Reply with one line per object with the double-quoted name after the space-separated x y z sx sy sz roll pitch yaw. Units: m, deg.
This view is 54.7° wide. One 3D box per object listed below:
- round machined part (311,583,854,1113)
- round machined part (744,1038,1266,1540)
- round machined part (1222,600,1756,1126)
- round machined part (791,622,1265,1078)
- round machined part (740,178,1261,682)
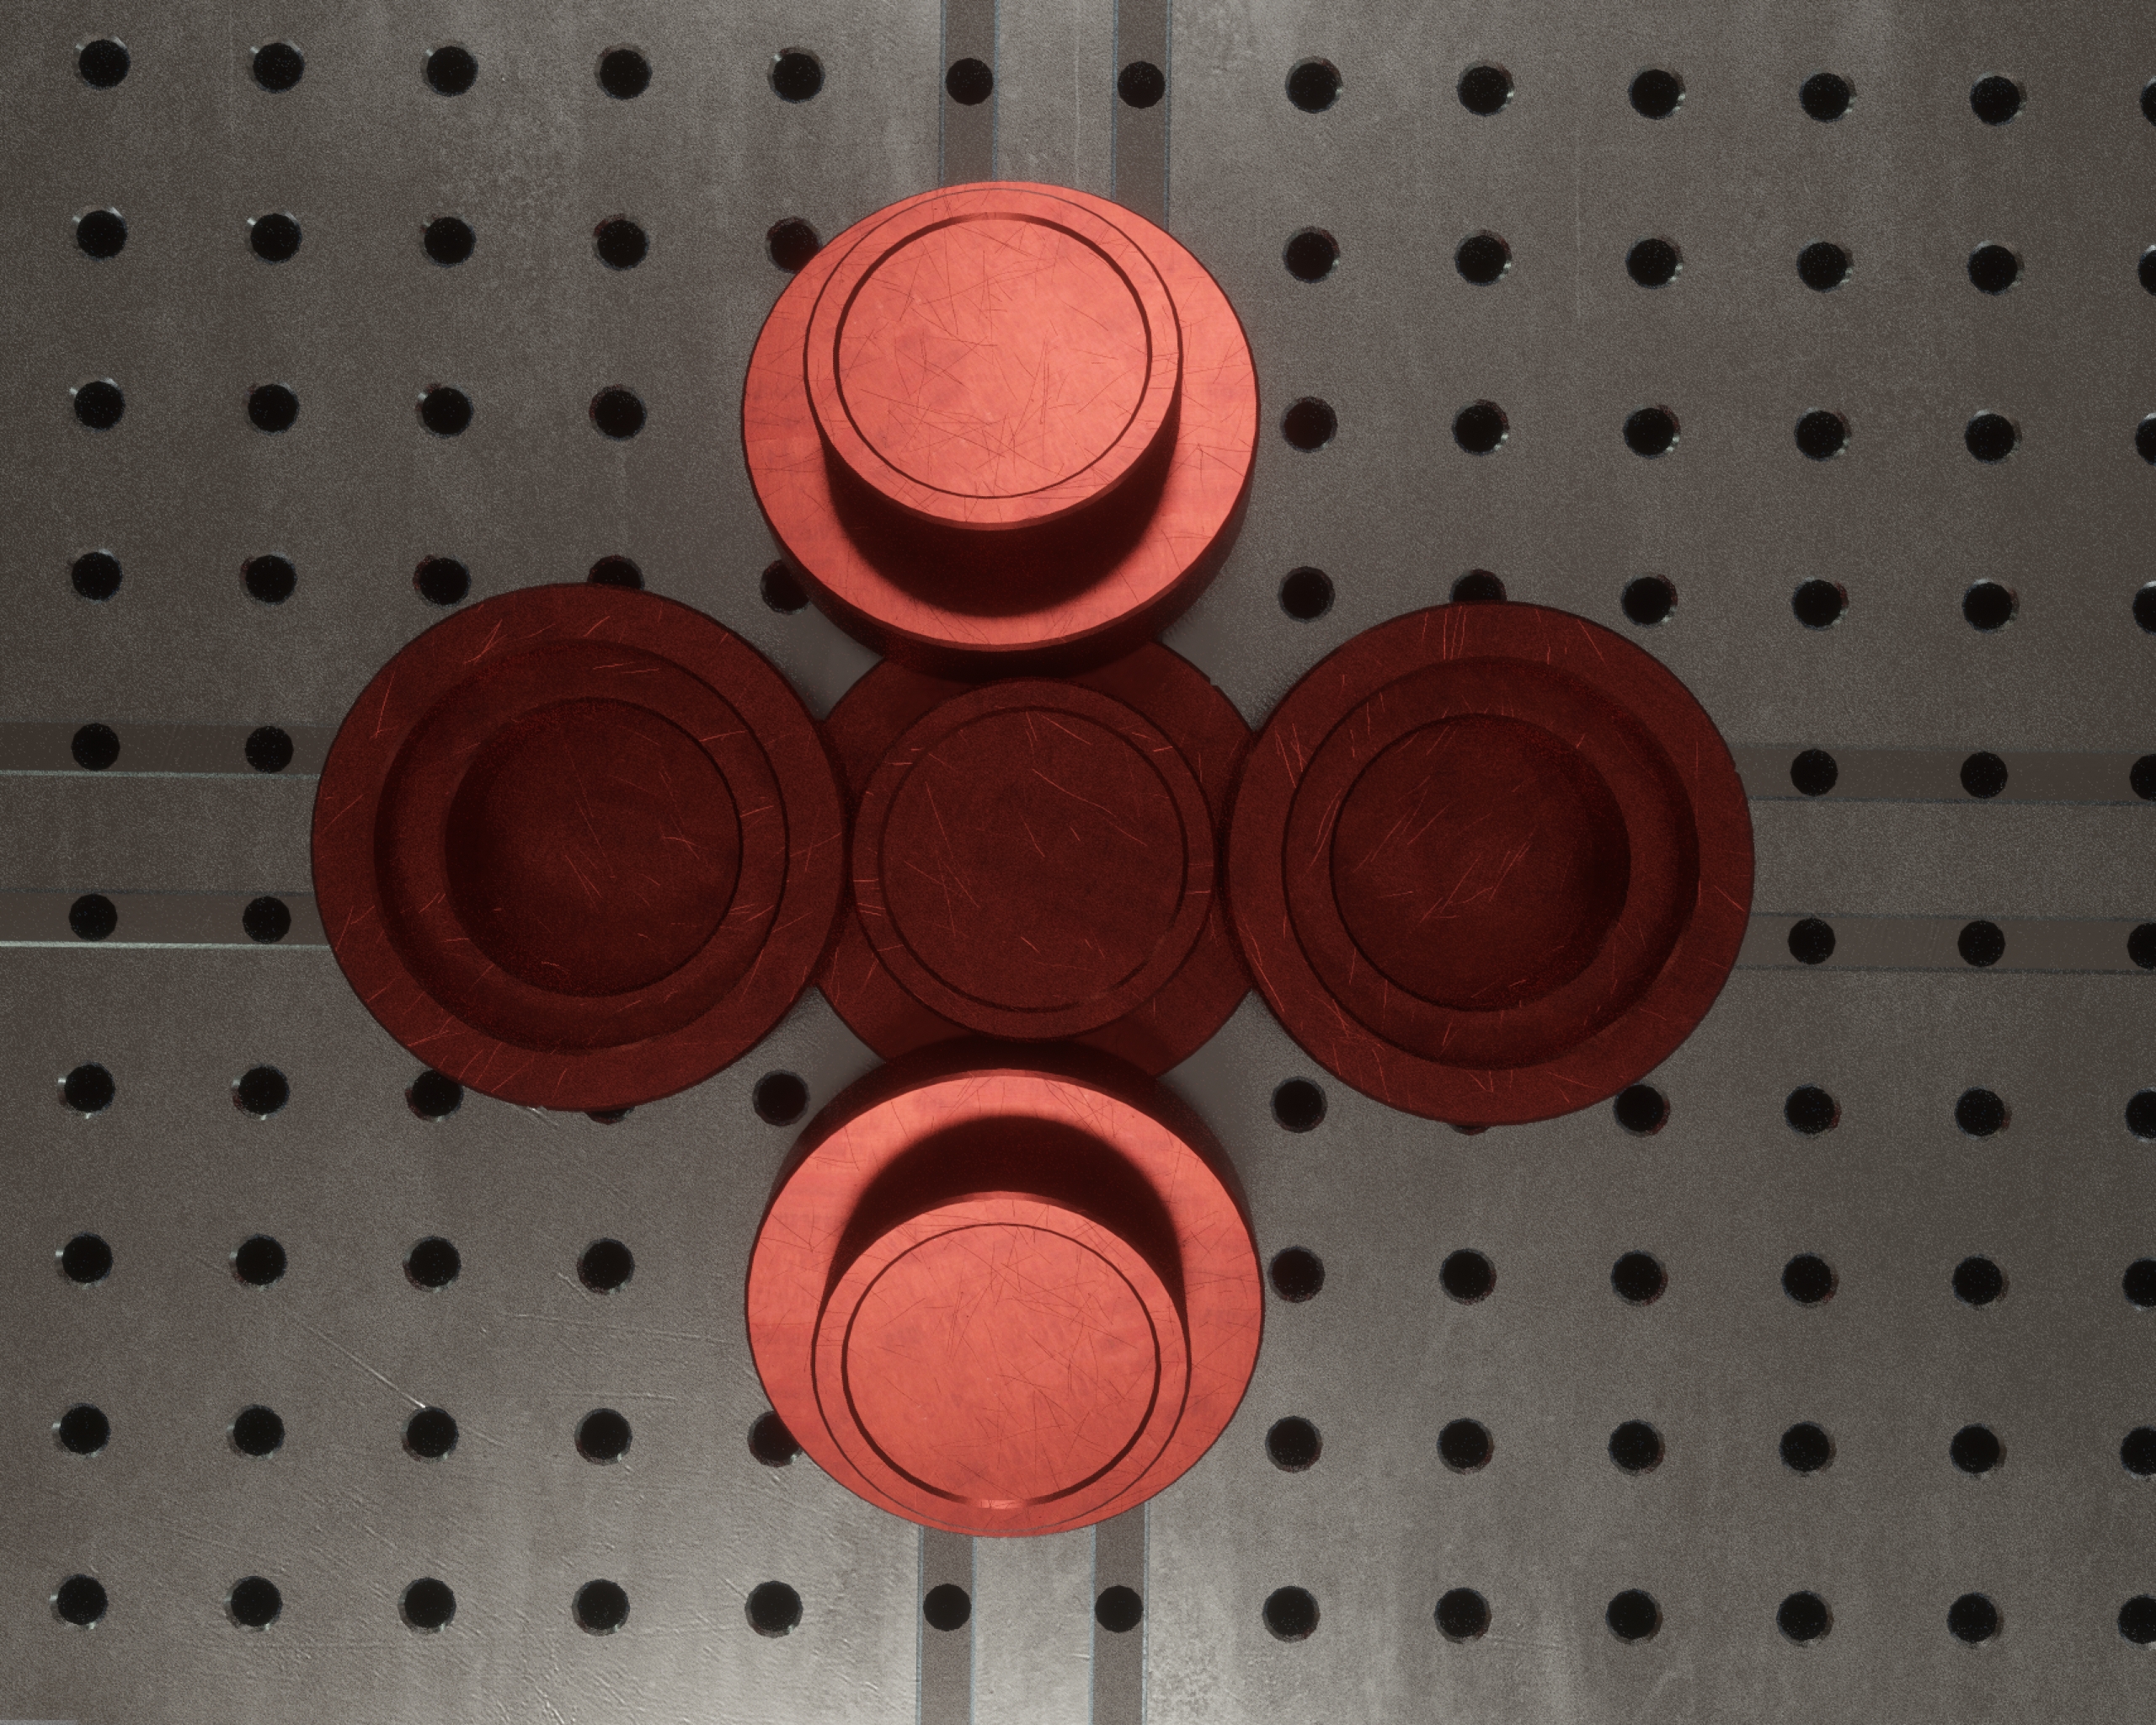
-0.092 -0.003 0.403 0.099 0.042 0.097 0 90 -1 "round machined part"
-0.014 0.085 0.393 0.099 0.042 0.097 0 105 0 "round machined part"
0.076 0.000 0.405 0.099 0.042 0.097 0 90 -1 "round machined part"
-0.008 -0.001 0.404 0.099 0.042 0.097 0 90 -1 "round machined part"
-0.015 -0.086 0.393 0.099 0.042 0.098 0 76 1 "round machined part"
